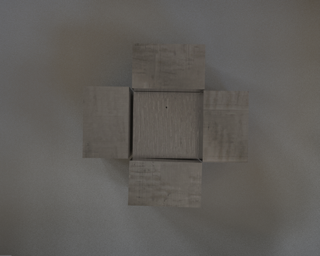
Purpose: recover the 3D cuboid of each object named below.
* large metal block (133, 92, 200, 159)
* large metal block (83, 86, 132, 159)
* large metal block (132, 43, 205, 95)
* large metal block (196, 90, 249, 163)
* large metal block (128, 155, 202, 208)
[{"bbox_3d":[0.008,-0.004,0.396,0.081,0.050,0.080,1,90,0],"label":"large metal block"},{"bbox_3d":[-0.060,-0.007,0.382,0.050,0.080,0.080,1,90,0],"label":"large metal block"},{"bbox_3d":[0.010,-0.068,0.382,0.081,0.080,0.050,1,90,0],"label":"large metal block"},{"bbox_3d":[0.073,-0.002,0.383,0.050,0.080,0.080,1,90,0],"label":"large metal block"},{"bbox_3d":[0.006,0.062,0.382,0.081,0.080,0.050,2,90,0],"label":"large metal block"}]
